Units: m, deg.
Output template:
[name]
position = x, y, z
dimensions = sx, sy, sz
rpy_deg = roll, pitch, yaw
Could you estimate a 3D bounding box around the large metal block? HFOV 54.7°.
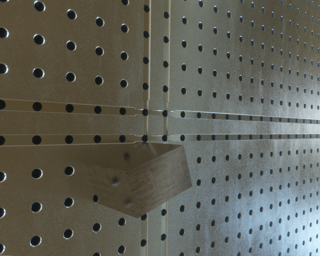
[large metal block]
position = -0.024, 0.054, 0.355
dimensions = 0.081, 0.080, 0.050
rpy_deg = -21, 104, -38
